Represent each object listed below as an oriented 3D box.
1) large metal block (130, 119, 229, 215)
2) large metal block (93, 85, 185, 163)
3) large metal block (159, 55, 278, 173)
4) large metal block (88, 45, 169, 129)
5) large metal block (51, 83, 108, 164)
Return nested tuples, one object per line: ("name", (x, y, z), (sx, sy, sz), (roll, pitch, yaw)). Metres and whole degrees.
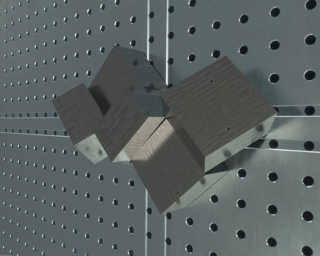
("large metal block", (0.021, 0.045, 0.376), (0.080, 0.050, 0.080), (-48, 60, 29))
("large metal block", (-0.023, -0.005, 0.393), (0.080, 0.081, 0.050), (-50, 62, 28))
("large metal block", (0.057, -0.014, 0.319), (0.080, 0.050, 0.080), (-31, 65, -7))
("large metal block", (-0.045, -0.054, 0.431), (0.080, 0.050, 0.080), (-50, 61, 30))
("large metal block", (-0.103, -0.004, 0.450), (0.050, 0.080, 0.080), (-31, 65, -6))
